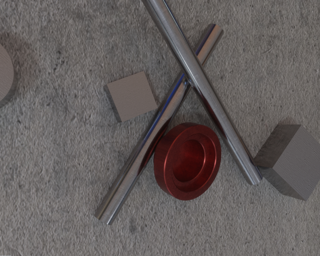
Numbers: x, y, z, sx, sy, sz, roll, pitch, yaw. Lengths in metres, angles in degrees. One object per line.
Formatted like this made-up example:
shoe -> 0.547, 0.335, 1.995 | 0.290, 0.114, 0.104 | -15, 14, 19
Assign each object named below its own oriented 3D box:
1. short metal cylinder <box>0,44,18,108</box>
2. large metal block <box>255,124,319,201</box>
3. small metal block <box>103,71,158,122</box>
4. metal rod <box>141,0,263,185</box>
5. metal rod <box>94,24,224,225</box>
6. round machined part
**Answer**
short metal cylinder -> -0.195, -0.056, 0.324 | 0.081, 0.050, 0.079 | 0, 90, -21
large metal block -> 0.200, 0.051, 0.472 | 0.080, 0.050, 0.080 | 42, 77, -16
small metal block -> -0.038, -0.039, 0.396 | 0.050, 0.025, 0.050 | -24, 98, -19
metal rod -> 0.065, -0.041, 0.411 | 0.025, 0.025, 0.299 | -40, 111, -16
metal rod -> 0.004, -0.013, 0.411 | 0.025, 0.025, 0.300 | 34, 79, -17
round machined part -> 0.031, 0.040, 0.402 | 0.099, 0.042, 0.097 | -10, 107, -37
